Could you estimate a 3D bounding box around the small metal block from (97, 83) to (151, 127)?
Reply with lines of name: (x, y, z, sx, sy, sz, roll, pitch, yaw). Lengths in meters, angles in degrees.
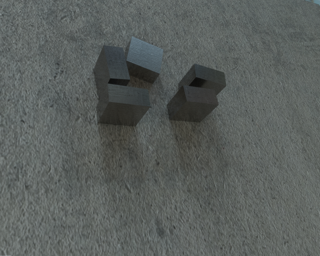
small metal block: (-0.046, -0.026, 0.379, 0.050, 0.050, 0.025, 5, 60, -26)

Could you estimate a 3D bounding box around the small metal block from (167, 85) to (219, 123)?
small metal block: (0.044, -0.032, 0.431, 0.050, 0.050, 0.025, 4, 60, -26)

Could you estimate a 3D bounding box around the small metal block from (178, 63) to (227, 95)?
small metal block: (0.062, -0.064, 0.460, 0.050, 0.050, 0.025, 12, 57, -22)

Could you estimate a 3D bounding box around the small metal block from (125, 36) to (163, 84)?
small metal block: (-0.025, -0.098, 0.450, 0.050, 0.025, 0.050, 19, 54, -17)

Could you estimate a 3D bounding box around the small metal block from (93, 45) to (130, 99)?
small metal block: (-0.063, -0.068, 0.395, 0.025, 0.050, 0.050, -1, 62, -29)
